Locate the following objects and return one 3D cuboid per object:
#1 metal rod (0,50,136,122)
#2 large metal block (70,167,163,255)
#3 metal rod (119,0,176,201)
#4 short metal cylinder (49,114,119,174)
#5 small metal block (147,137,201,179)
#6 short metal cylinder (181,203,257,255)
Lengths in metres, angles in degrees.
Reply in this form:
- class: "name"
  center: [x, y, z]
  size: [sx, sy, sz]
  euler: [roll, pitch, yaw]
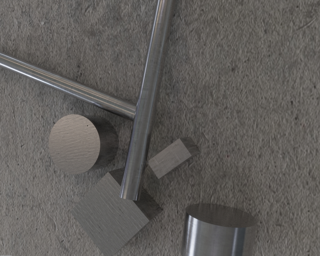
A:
- class: "metal rod"
  center: [-0.149, -0.067, 0.461]
  size: [0.301, 0.025, 0.025]
  euler: [22, 98, 18]
- class: "large metal block"
  center: [-0.057, 0.111, 0.416]
  size: [0.080, 0.050, 0.080]
  euler: [-46, 76, 14]
- class: "metal rod"
  center: [-0.010, -0.062, 0.387]
  size: [0.025, 0.025, 0.299]
  euler: [8, 83, 20]
- class: "short metal cylinder"
  center: [-0.106, 0.022, 0.433]
  size: [0.080, 0.050, 0.080]
  euler: [0, 90, 20]
- class: "small metal block"
  center: [0.019, 0.036, 0.389]
  size: [0.050, 0.050, 0.025]
  euler: [-37, 78, 16]
- class: "short metal cylinder"
  center: [0.067, 0.124, 0.356]
  size: [0.080, 0.080, 0.050]
  euler: [8, 93, 20]
